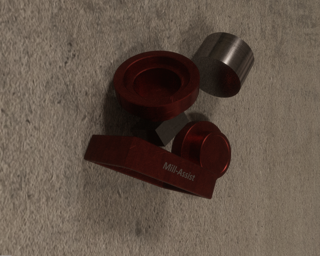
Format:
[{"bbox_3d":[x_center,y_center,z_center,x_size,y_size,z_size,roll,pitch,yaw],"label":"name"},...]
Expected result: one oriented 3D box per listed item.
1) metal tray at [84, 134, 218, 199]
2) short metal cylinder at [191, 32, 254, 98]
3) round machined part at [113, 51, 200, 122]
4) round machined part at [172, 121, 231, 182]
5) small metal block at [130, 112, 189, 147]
[{"bbox_3d":[-0.009,0.045,0.357,0.131,0.090,0.030,28,73,-37],"label":"metal tray"},{"bbox_3d":[0.087,-0.089,0.444,0.080,0.080,0.050,47,62,-30],"label":"short metal cylinder"},{"bbox_3d":[-0.003,-0.046,0.367,0.098,0.098,0.042,-47,151,-30],"label":"round machined part"},{"bbox_3d":[0.067,0.038,0.452,0.099,0.042,0.097,0,90,-40],"label":"round machined part"},{"bbox_3d":[-0.001,-0.003,0.390,0.050,0.050,0.025,-45,118,-31],"label":"small metal block"}]
